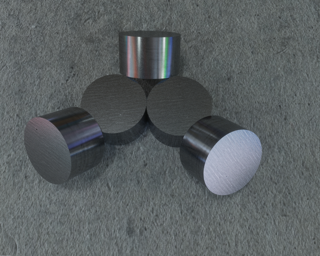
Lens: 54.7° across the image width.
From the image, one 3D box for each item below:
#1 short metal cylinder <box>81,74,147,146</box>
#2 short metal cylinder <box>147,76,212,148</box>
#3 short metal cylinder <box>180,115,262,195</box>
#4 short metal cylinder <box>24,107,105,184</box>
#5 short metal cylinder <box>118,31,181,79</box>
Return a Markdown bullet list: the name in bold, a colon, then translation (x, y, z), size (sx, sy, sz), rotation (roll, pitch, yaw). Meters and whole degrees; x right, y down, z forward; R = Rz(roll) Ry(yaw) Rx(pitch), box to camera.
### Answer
- **short metal cylinder**: translation (-0.057, -0.023, 0.403), size (0.081, 0.050, 0.080), rotation (0, 70, 0)
- **short metal cylinder**: translation (0.024, -0.020, 0.403), size (0.081, 0.050, 0.080), rotation (0, 70, 0)
- **short metal cylinder**: translation (0.071, 0.031, 0.363), size (0.080, 0.080, 0.050), rotation (-35, 32, -12)
- **short metal cylinder**: translation (-0.113, 0.019, 0.365), size (0.080, 0.080, 0.050), rotation (45, 36, 14)
- **short metal cylinder**: translation (-0.014, -0.099, 0.410), size (0.080, 0.080, 0.050), rotation (2, 113, 0)
